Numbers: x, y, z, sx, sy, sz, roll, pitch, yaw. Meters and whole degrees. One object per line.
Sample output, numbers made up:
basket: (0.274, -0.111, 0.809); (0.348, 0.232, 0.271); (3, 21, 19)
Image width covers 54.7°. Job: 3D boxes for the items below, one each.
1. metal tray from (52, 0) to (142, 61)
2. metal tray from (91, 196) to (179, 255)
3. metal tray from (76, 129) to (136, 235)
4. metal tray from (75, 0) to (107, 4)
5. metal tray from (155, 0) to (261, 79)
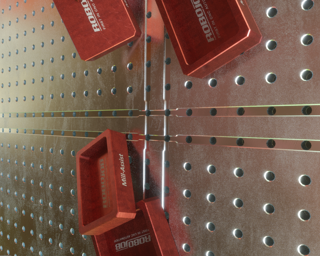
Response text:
metal tray: (-0.094, -0.171, 0.434); (0.090, 0.030, 0.129); (-23, 97, 16)
metal tray: (-0.042, 0.160, 0.438); (0.130, 0.030, 0.090); (-31, 71, 35)
metal tray: (-0.082, 0.078, 0.447); (0.090, 0.030, 0.130); (-34, 53, 33)
metal tray: (-0.078, -0.238, 0.426); (0.030, 0.090, 0.129); (34, 114, 5)
metal tray: (0.049, -0.136, 0.363); (0.090, 0.030, 0.129); (-30, 72, 35)
